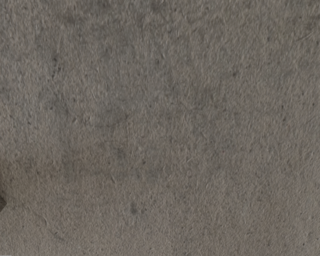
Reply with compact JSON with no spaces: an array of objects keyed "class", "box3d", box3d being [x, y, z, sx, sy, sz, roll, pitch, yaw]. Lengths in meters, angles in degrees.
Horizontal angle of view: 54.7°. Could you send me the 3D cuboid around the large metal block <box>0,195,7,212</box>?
[{"class":"large metal block","box3d":[-0.282,0.106,0.432,0.080,0.050,0.080,-27,108,9]}]
